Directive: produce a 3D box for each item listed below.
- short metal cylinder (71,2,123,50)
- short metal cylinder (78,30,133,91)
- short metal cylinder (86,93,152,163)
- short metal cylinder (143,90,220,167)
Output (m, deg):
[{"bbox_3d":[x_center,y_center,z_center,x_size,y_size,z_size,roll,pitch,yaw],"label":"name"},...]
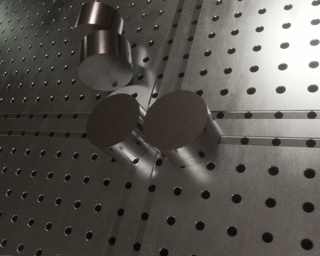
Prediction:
[{"bbox_3d":[-0.106,-0.164,0.527,0.080,0.080,0.050,-9,58,23],"label":"short metal cylinder"},{"bbox_3d":[-0.083,-0.102,0.478,0.080,0.080,0.050,-19,55,17],"label":"short metal cylinder"},{"bbox_3d":[-0.051,0.000,0.417,0.080,0.050,0.080,-13,56,20],"label":"short metal cylinder"},{"bbox_3d":[0.027,0.001,0.377,0.080,0.050,0.080,-13,57,20],"label":"short metal cylinder"}]
